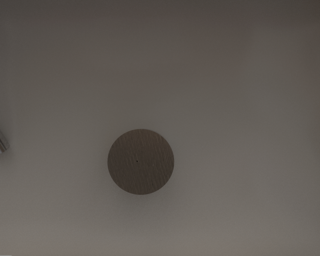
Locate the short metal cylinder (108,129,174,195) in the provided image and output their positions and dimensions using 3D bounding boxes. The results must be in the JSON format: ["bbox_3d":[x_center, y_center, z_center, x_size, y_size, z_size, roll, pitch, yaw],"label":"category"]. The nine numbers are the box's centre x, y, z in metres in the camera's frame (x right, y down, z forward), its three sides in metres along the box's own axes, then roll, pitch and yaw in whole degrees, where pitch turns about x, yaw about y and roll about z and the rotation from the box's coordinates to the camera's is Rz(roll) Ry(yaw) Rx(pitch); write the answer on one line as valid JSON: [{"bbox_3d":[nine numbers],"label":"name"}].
[{"bbox_3d":[-0.023,0.041,0.399,0.081,0.050,0.079,0,90,-1],"label":"short metal cylinder"}]

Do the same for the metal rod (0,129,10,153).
[{"bbox_3d":[-0.252,-0.096,0.339,0.025,0.025,0.298,-18,119,0],"label":"metal rod"}]
